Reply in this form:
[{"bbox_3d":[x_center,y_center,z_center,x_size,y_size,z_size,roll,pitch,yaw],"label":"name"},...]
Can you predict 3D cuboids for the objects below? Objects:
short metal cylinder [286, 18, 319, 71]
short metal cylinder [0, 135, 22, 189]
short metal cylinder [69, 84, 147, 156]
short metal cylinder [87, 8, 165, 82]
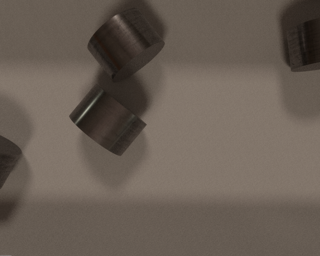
[{"bbox_3d":[0.204,-0.103,0.387,0.081,0.080,0.050,-7,90,0],"label":"short metal cylinder"},{"bbox_3d":[-0.222,0.036,0.381,0.080,0.080,0.050,29,90,-1],"label":"short metal cylinder"},{"bbox_3d":[-0.063,-0.010,0.383,0.080,0.080,0.050,39,90,-1],"label":"short metal cylinder"},{"bbox_3d":[-0.041,-0.101,0.383,0.080,0.080,0.050,-37,90,0],"label":"short metal cylinder"}]
